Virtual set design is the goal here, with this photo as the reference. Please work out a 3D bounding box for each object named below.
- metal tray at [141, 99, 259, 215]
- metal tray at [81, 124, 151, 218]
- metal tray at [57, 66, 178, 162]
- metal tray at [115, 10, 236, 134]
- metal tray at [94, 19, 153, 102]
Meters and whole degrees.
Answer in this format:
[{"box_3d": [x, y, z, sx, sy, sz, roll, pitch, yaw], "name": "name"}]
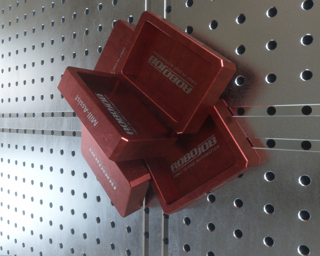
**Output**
[{"box_3d": [0.039, 0.035, 0.371, 0.129, 0.030, 0.090, -41, 66, 32], "name": "metal tray"}, {"box_3d": [-0.068, 0.049, 0.435, 0.130, 0.030, 0.089, 50, 145, 28], "name": "metal tray"}, {"box_3d": [-0.050, -0.019, 0.366, 0.130, 0.091, 0.030, 48, 119, 29], "name": "metal tray"}, {"box_3d": [0.011, -0.065, 0.356, 0.130, 0.030, 0.089, 44, 116, 31], "name": "metal tray"}, {"box_3d": [-0.053, -0.076, 0.447, 0.090, 0.030, 0.129, 46, 117, 30], "name": "metal tray"}]
